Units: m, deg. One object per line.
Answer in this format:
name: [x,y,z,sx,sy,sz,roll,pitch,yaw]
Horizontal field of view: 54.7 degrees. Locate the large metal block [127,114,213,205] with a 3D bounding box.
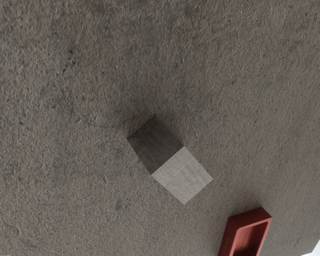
large metal block: [0.012,0.040,0.403,0.050,0.080,0.080,-42,130,0]

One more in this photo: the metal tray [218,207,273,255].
metal tray: [0.174,0.231,0.641,0.091,0.030,0.129,-8,122,-24]
